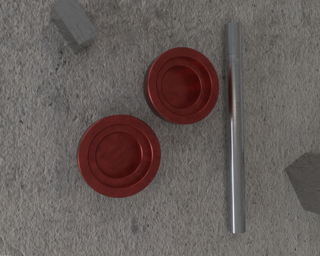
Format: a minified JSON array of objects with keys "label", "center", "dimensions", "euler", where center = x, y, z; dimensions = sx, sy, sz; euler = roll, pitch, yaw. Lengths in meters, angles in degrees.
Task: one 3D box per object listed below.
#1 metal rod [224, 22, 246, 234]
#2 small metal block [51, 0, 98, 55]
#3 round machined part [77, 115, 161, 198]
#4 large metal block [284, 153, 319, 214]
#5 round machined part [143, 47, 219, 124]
[{"label":"metal rod","center":[0.109,0.000,0.448],"dimensions":[0.025,0.025,0.298],"euler":[-2,91,-20]},{"label":"small metal block","center":[-0.100,-0.118,0.359],"dimensions":[0.025,0.050,0.050],"euler":[-36,102,-16]},{"label":"round machined part","center":[-0.052,0.033,0.381],"dimensions":[0.099,0.042,0.097],"euler":[0,90,-20]},{"label":"large metal block","center":[0.252,0.088,0.473],"dimensions":[0.050,0.080,0.080],"euler":[-32,101,-17]},{"label":"round machined part","center":[0.025,-0.053,0.409],"dimensions":[0.099,0.042,0.097],"euler":[0,90,-20]}]
